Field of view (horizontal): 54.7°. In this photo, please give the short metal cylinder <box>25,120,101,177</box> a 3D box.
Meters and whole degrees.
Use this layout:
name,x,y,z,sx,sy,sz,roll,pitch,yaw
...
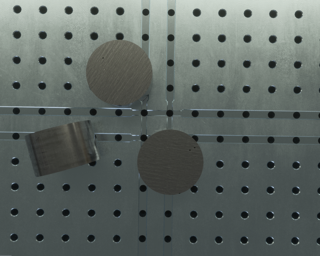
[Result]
name,x,y,z,sx,sy,sz,roll,pitch,yaw
short metal cylinder,-0.119,0.025,0.385,0.080,0.080,0.050,-15,90,0

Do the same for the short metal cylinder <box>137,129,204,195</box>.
name,x,y,z,sx,sy,sz,roll,pitch,yaw
short metal cylinder,0.013,0.041,0.401,0.081,0.050,0.079,0,90,0

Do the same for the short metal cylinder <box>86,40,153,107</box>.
name,x,y,z,sx,sy,sz,roll,pitch,yaw
short metal cylinder,-0.049,-0.067,0.400,0.081,0.050,0.079,0,90,0
